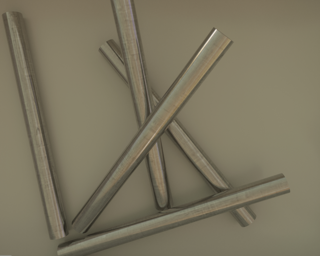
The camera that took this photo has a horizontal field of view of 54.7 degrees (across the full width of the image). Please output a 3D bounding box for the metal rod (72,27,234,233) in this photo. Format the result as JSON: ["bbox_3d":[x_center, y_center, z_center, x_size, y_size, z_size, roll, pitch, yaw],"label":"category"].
[{"bbox_3d":[-0.022,0.019,0.358,0.025,0.025,0.299,37,111,0],"label":"metal rod"}]

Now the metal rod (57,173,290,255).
[{"bbox_3d":[0.012,0.116,0.394,0.301,0.025,0.025,-19,90,6],"label":"metal rod"}]

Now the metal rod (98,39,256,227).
[{"bbox_3d":[0.023,0.007,0.411,0.025,0.025,0.300,-39,90,0],"label":"metal rod"}]

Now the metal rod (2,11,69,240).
[{"bbox_3d":[-0.164,-0.003,0.409,0.025,0.025,0.298,-12,90,0],"label":"metal rod"}]

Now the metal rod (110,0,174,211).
[{"bbox_3d":[-0.021,-0.036,0.366,0.025,0.025,0.298,-11,108,0],"label":"metal rod"}]
